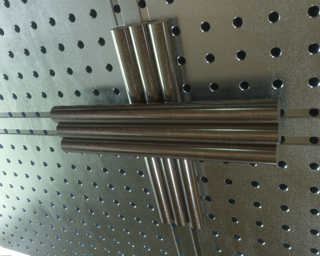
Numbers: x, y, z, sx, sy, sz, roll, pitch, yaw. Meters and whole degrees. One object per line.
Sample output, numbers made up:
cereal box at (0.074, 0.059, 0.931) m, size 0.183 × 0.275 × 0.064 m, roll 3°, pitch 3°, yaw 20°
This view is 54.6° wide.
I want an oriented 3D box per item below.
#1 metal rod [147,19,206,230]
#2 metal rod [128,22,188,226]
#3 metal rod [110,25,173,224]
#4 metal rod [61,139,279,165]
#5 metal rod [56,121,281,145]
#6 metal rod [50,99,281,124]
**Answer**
metal rod at (0.028, 0.014, 0.406) m, size 0.025 × 0.025 × 0.298 m, roll 2°, pitch 119°, yaw 27°
metal rod at (0.005, 0.013, 0.417) m, size 0.025 × 0.025 × 0.298 m, roll 2°, pitch 119°, yaw 27°
metal rod at (-0.016, 0.013, 0.429) m, size 0.025 × 0.025 × 0.298 m, roll 2°, pitch 119°, yaw 27°
metal rod at (-0.008, 0.026, 0.399) m, size 0.300 × 0.025 × 0.025 m, roll 1°, pitch 119°, yaw 28°
metal rod at (-0.010, 0.004, 0.387) m, size 0.300 × 0.025 × 0.025 m, roll 1°, pitch 119°, yaw 28°
metal rod at (-0.015, -0.018, 0.376) m, size 0.300 × 0.025 × 0.025 m, roll 1°, pitch 119°, yaw 28°
